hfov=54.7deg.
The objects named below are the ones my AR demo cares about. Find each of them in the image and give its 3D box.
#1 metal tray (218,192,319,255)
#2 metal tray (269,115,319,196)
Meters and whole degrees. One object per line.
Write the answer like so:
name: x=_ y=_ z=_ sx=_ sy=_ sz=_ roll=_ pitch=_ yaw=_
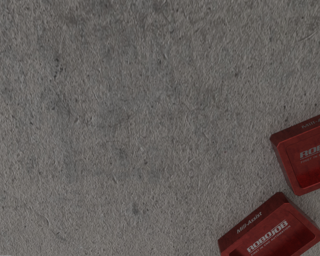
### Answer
metal tray: x=0.165 y=0.169 z=0.470 sx=0.090 sy=0.030 sz=0.130 roll=41 pitch=105 yaw=-14
metal tray: x=0.228 y=0.028 z=0.419 sx=0.130 sy=0.030 sz=0.090 roll=-24 pitch=109 yaw=8
